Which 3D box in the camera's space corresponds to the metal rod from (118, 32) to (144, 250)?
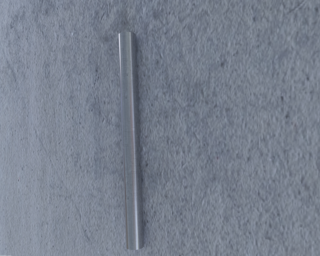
[{"bbox_3d":[-0.041,0.016,0.436,0.025,0.025,0.298,-4,88,39],"label":"metal rod"}]
